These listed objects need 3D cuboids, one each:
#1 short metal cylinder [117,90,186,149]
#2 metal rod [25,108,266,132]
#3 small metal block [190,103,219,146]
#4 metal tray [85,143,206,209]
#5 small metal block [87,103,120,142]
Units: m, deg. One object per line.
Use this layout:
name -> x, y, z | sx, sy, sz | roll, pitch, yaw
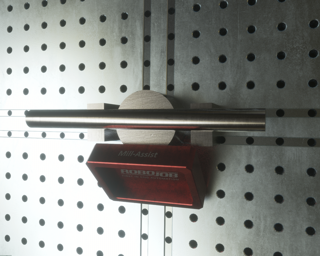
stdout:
short metal cylinder -> -0.010, -0.007, 0.402 | 0.080, 0.050, 0.080 | 0, 90, 20
metal rod -> -0.033, -0.010, 0.371 | 0.301, 0.025, 0.025 | 1, 90, 20
small metal block -> 0.056, -0.004, 0.380 | 0.025, 0.050, 0.050 | -1, 90, 20
metal tray -> -0.015, 0.060, 0.385 | 0.130, 0.090, 0.030 | 1, 47, 20
small metal block -> -0.075, -0.007, 0.426 | 0.025, 0.050, 0.050 | -1, 90, 20
